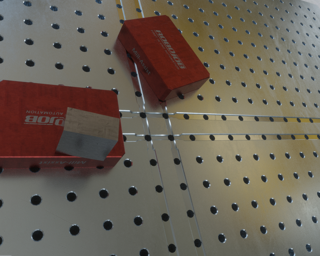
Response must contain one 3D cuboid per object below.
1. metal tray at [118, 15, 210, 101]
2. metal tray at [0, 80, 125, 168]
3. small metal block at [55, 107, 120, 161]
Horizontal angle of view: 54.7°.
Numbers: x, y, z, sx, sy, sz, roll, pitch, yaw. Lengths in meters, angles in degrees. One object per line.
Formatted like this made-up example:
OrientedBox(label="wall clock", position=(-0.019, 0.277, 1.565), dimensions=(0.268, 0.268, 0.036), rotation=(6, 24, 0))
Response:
OrientedBox(label="metal tray", position=(0.006, -0.112, 0.476), dimensions=(0.091, 0.030, 0.130), rotation=(-23, 74, -36))
OrientedBox(label="metal tray", position=(-0.110, -0.003, 0.347), dimensions=(0.131, 0.030, 0.090), rotation=(3, 61, -27))
OrientedBox(label="small metal block", position=(-0.073, 0.008, 0.309), dimensions=(0.050, 0.050, 0.025), rotation=(13, 57, -21))
